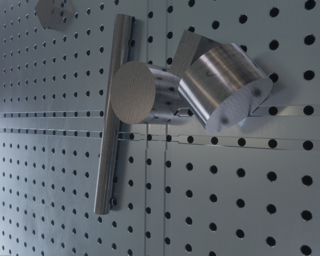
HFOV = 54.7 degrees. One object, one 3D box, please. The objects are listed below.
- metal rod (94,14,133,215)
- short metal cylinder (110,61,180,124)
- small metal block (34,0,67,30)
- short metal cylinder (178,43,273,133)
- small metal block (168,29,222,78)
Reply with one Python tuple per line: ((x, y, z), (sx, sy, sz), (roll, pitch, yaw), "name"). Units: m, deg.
((-0.072, -0.016, 0.468), (0.025, 0.025, 0.298), (12, 98, 39), "metal rod")
((-0.020, -0.045, 0.409), (0.080, 0.050, 0.079), (0, 90, 40), "short metal cylinder")
((-0.205, -0.221, 0.578), (0.050, 0.025, 0.050), (-41, 65, 32), "small metal block")
((0.066, -0.039, 0.319), (0.080, 0.081, 0.050), (-48, 62, 29), "short metal cylinder")
((0.043, -0.080, 0.358), (0.025, 0.050, 0.050), (33, 111, 35), "small metal block")
